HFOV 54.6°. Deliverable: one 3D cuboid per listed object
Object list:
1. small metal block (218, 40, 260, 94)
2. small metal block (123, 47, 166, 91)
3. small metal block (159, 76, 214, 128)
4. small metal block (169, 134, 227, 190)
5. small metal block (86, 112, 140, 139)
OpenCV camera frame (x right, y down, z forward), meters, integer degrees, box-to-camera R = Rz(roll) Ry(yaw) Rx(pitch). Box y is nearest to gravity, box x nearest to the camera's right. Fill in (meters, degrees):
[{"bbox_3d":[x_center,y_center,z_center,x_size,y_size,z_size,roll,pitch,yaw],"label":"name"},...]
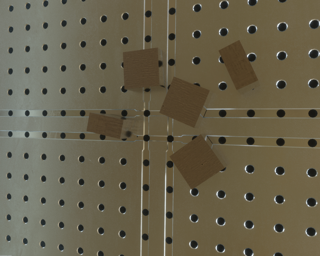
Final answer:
[{"bbox_3d":[0.095,-0.070,0.366,0.025,0.050,0.050,-25,82,18],"label":"small metal block"},{"bbox_3d":[-0.021,-0.078,0.420,0.050,0.025,0.050,-3,89,20],"label":"small metal block"},{"bbox_3d":[0.034,-0.033,0.401,0.050,0.025,0.050,24,98,18],"label":"small metal block"},{"bbox_3d":[0.049,0.042,0.395,0.050,0.025,0.050,-37,78,16],"label":"small metal block"},{"bbox_3d":[-0.063,-0.003,0.422,0.050,0.050,0.025,12,94,19],"label":"small metal block"}]
